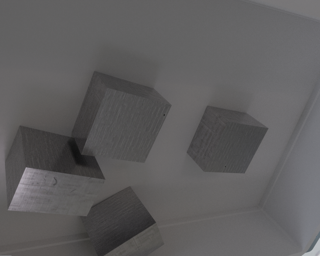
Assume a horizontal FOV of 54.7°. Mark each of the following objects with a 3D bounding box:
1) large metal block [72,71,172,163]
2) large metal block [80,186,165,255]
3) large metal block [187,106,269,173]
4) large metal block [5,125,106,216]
[{"bbox_3d":[-0.046,-0.011,0.361,0.081,0.050,0.079,12,112,-34],"label":"large metal block"},{"bbox_3d":[-0.053,0.140,0.426,0.080,0.080,0.050,-28,128,-17],"label":"large metal block"},{"bbox_3d":[0.098,0.019,0.458,0.081,0.050,0.079,7,115,-32],"label":"large metal block"},{"bbox_3d":[-0.117,0.047,0.338,0.081,0.080,0.050,17,110,-35],"label":"large metal block"}]
